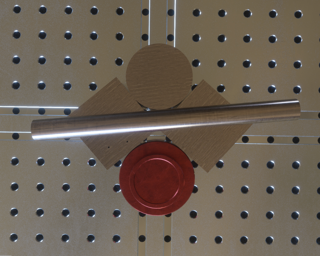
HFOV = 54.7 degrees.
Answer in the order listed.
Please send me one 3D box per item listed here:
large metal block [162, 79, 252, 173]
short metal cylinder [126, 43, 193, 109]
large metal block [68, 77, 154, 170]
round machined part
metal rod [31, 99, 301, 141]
[{"bbox_3d":[0.055,-0.003,0.395,0.080,0.050,0.080,42,91,0],"label":"large metal block"},{"bbox_3d":[-0.001,-0.062,0.397,0.081,0.050,0.079,0,90,0],"label":"short metal cylinder"},{"bbox_3d":[-0.058,-0.006,0.396,0.080,0.050,0.080,-39,92,0],"label":"large metal block"},{"bbox_3d":[-0.004,0.065,0.401,0.099,0.042,0.097,0,90,0],"label":"round machined part"},{"bbox_3d":[0.006,-0.009,0.358,0.302,0.025,0.025,-5,90,0],"label":"metal rod"}]
